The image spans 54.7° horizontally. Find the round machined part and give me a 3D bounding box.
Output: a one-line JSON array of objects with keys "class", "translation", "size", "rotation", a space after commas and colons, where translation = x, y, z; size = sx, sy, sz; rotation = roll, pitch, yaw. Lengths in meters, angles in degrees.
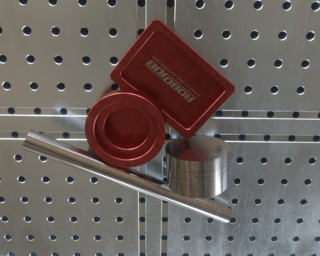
[{"class": "round machined part", "translation": [-0.041, -0.002, 0.394], "size": [0.099, 0.042, 0.097], "rotation": [0, 110, 1]}]

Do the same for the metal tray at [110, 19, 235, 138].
[{"class": "metal tray", "translation": [0.016, -0.060, 0.388], "size": [0.130, 0.030, 0.090], "rotation": [38, 105, -13]}]

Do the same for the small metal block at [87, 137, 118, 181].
[{"class": "small metal block", "translation": [-0.076, 0.040, 0.427], "size": [0.050, 0.025, 0.050], "rotation": [27, 108, -10]}]

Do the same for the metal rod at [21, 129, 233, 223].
[{"class": "metal rod", "translation": [-0.030, 0.072, 0.418], "size": [0.302, 0.025, 0.025], "rotation": [24, 108, -18]}]

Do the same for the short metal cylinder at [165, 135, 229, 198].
[{"class": "short metal cylinder", "translation": [0.048, 0.047, 0.401], "size": [0.081, 0.080, 0.050], "rotation": [-4, 110, 1]}]
